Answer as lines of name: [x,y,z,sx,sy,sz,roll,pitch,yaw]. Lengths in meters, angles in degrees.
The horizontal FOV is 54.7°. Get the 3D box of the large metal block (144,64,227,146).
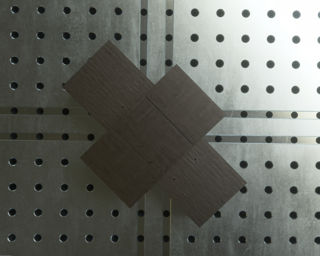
large metal block: [0.028,-0.026,0.387,0.050,0.080,0.080,-44,91,0]

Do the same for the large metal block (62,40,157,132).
large metal block: [-0.061,-0.050,0.397,0.080,0.050,0.080,45,91,-1]

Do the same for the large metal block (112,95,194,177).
large metal block: [-0.008,0.009,0.386,0.050,0.080,0.080,-44,91,0]

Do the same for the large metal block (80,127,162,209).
large metal block: [-0.044,0.044,0.386,0.050,0.080,0.080,-44,91,0]

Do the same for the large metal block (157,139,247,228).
large metal block: [0.050,0.065,0.402,0.080,0.050,0.080,-44,91,1]
